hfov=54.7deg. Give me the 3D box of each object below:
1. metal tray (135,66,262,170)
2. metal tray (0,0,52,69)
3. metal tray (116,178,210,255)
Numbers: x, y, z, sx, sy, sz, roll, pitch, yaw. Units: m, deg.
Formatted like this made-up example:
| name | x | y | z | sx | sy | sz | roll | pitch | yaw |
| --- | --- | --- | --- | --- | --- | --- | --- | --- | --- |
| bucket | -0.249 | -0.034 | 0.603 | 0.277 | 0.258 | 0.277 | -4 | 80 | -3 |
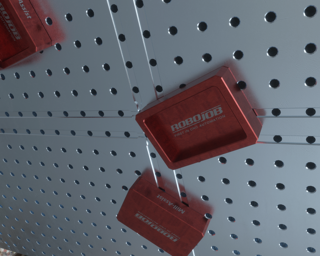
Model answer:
| name | x | y | z | sx | sy | sz | roll | pitch | yaw |
| --- | --- | --- | --- | --- | --- | --- | --- | --- | --- |
| metal tray | 0.044 | -0.006 | 0.379 | 0.130 | 0.030 | 0.090 | -24 | 106 | 36 |
| metal tray | -0.217 | -0.156 | 0.423 | 0.090 | 0.030 | 0.129 | -13 | 112 | 33 |
| metal tray | 0.001 | 0.147 | 0.497 | 0.130 | 0.030 | 0.089 | 31 | 128 | 8 |
